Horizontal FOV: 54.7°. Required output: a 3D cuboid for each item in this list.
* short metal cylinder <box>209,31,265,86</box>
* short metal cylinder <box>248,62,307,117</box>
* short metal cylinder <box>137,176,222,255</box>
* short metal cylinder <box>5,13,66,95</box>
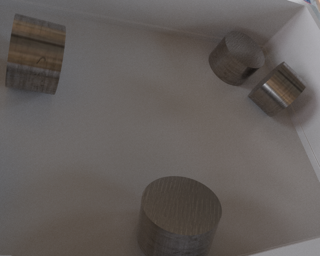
[{"bbox_3d":[0.132,-0.120,0.537,0.081,0.050,0.080,14,56,-21],"label":"short metal cylinder"},{"bbox_3d":[0.195,-0.064,0.517,0.050,0.080,0.080,44,51,2],"label":"short metal cylinder"},{"bbox_3d":[0.018,0.095,0.321,0.081,0.050,0.080,7,31,-4],"label":"short metal cylinder"},{"bbox_3d":[-0.139,-0.080,0.345,0.050,0.080,0.080,8,58,-25],"label":"short metal cylinder"}]
